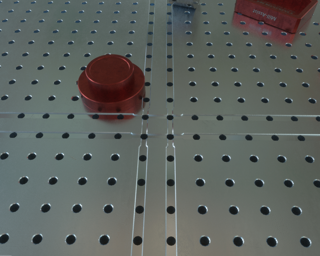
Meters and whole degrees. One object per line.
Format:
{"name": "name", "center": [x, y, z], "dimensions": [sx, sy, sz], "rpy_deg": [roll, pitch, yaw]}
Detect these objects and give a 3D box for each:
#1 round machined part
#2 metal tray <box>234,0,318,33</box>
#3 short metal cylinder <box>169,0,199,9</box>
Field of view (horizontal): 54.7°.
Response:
{"name": "round machined part", "center": [-0.071, -0.072, 0.456], "dimensions": [0.099, 0.042, 0.098], "rpy_deg": [0, 50, 0]}
{"name": "metal tray", "center": [0.226, -0.240, 0.607], "dimensions": [0.130, 0.030, 0.090], "rpy_deg": [32, 57, 24]}
{"name": "short metal cylinder", "center": [0.053, -0.281, 0.608], "dimensions": [0.050, 0.080, 0.080], "rpy_deg": [16, 52, 13]}
